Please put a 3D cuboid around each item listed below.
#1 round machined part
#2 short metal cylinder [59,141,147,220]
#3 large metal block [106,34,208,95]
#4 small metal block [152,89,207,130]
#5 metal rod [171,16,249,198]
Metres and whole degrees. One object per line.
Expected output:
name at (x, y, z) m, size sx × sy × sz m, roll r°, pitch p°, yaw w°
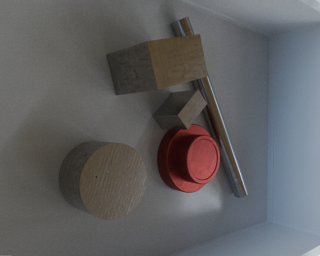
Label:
round machined part at (0.047, 0.043, 0.438) m, size 0.099 × 0.042 × 0.097 m, roll 0°, pitch 90°, yaw -40°
short metal cylinder at (-0.062, 0.055, 0.340) m, size 0.081 × 0.050 × 0.079 m, roll 0°, pitch 90°, yaw -40°
large metal block at (-0.004, -0.075, 0.369) m, size 0.081 × 0.080 × 0.050 m, roll -21°, pitch 104°, yaw -38°
small metal block at (0.026, -0.024, 0.414) m, size 0.050 × 0.050 × 0.025 m, roll -51°, pitch 120°, yaw -28°
metal rod at (0.083, -0.020, 0.478) m, size 0.025 × 0.025 × 0.299 m, roll -36°, pitch 112°, yaw -34°
